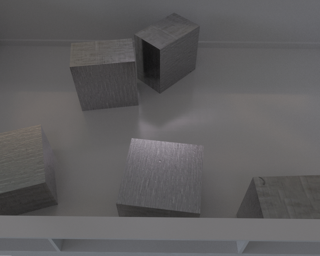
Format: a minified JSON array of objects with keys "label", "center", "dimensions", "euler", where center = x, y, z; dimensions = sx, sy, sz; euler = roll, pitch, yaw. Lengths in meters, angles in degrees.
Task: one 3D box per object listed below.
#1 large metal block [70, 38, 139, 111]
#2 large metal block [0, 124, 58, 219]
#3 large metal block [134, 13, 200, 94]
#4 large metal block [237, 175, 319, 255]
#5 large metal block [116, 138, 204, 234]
[{"label":"large metal block","center":[-0.074,-0.073,0.430],"dimensions":[0.081,0.080,0.050],"euler":[-6,51,-5]},{"label":"large metal block","center":[-0.165,0.050,0.346],"dimensions":[0.081,0.050,0.080],"euler":[-13,51,-11]},{"label":"large metal block","center":[0.011,-0.112,0.463],"dimensions":[0.050,0.080,0.080],"euler":[37,59,27]},{"label":"large metal block","center":[0.125,0.088,0.296],"dimensions":[0.081,0.080,0.050],"euler":[-1,50,-1]},{"label":"large metal block","center":[0.003,0.062,0.337],"dimensions":[0.080,0.050,0.080],"euler":[6,50,5]}]
